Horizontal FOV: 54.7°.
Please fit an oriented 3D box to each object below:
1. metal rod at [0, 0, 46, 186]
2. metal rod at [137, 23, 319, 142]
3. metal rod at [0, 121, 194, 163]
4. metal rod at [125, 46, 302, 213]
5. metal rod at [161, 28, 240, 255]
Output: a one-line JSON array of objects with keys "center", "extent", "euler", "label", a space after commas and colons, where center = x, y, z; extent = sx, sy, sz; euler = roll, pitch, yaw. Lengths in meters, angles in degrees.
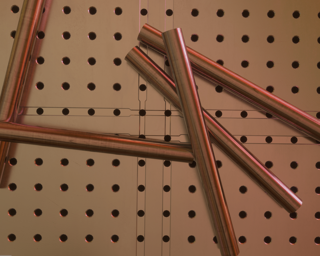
[{"center": [-0.192, -0.063, 0.410], "extent": [0.025, 0.025, 0.298], "euler": [14, 90, -1], "label": "metal rod"}, {"center": [0.108, -0.055, 0.414], "extent": [0.301, 0.025, 0.025], "euler": [29, 90, -1], "label": "metal rod"}, {"center": [-0.105, 0.016, 0.396], "extent": [0.302, 0.025, 0.025], "euler": [7, 90, -7], "label": "metal rod"}, {"center": [0.071, 0.002, 0.414], "extent": [0.300, 0.025, 0.025], "euler": [43, 90, -1], "label": "metal rod"}, {"center": [0.054, 0.025, 0.394], "extent": [0.025, 0.025, 0.298], "euler": [-16, 98, 0], "label": "metal rod"}]
